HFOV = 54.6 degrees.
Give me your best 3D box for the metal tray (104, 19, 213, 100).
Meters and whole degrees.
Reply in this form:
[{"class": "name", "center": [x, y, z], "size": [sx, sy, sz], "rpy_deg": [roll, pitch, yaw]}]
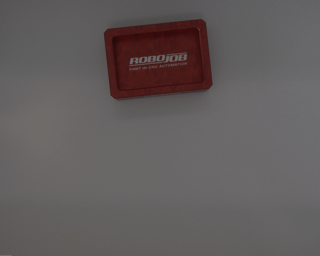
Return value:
[{"class": "metal tray", "center": [-0.002, -0.088, 0.408], "size": [0.131, 0.030, 0.090], "rpy_deg": [-6, 90, 0]}]
